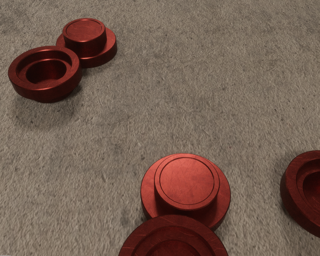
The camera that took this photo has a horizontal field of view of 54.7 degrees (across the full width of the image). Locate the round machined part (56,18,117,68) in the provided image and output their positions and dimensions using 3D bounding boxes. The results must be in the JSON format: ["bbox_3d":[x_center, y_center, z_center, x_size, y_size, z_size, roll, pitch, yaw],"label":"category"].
[{"bbox_3d":[-0.123,-0.146,0.513,0.099,0.042,0.098,0,50,0],"label":"round machined part"}]

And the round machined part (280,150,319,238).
[{"bbox_3d":[0.179,0.075,0.331,0.099,0.042,0.098,0,50,0],"label":"round machined part"}]

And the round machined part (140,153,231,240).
[{"bbox_3d":[0.028,0.066,0.337,0.099,0.042,0.098,0,50,0],"label":"round machined part"}]

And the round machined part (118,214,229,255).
[{"bbox_3d":[0.012,0.131,0.276,0.099,0.042,0.098,0,59,1],"label":"round machined part"}]

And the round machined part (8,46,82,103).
[{"bbox_3d":[-0.163,-0.074,0.452,0.099,0.042,0.098,0,50,0],"label":"round machined part"}]
